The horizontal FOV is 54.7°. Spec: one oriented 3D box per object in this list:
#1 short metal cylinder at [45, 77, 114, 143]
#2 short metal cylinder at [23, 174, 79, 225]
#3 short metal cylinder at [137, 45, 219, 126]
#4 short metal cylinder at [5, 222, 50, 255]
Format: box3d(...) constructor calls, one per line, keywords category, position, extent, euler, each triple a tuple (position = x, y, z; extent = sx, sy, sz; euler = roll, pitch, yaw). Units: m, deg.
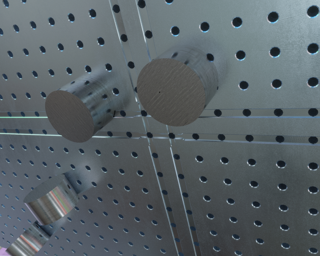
box3d(category="short metal cylinder", position=(-0.113, -0.026, 0.438), extent=(0.080, 0.050, 0.079), euler=(13, 124, 21))
box3d(category="short metal cylinder", position=(-0.194, 0.128, 0.557), extent=(0.080, 0.080, 0.050), euler=(-16, 110, 34))
box3d(category="short metal cylinder", position=(0.021, -0.048, 0.354), extent=(0.080, 0.050, 0.079), euler=(13, 124, 21))
box3d(category="short metal cylinder", position=(-0.294, 0.259, 0.691), extent=(0.050, 0.080, 0.080), euler=(45, 129, -3))
